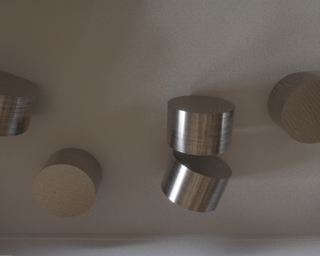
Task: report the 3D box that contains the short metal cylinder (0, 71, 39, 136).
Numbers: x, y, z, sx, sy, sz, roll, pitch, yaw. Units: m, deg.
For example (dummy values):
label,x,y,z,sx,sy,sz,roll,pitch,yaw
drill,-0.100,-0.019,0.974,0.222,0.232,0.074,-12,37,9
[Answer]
label,x,y,z,sx,sy,sz,roll,pitch,yaw
short metal cylinder,-0.193,-0.031,0.368,0.080,0.080,0.050,20,109,-8

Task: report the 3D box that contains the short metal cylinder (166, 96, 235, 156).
label,x,y,z,sx,sy,sz,roll,pitch,yaw
short metal cylinder,0.049,-0.006,0.381,0.081,0.080,0.050,1,110,-1

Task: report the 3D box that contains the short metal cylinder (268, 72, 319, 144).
label,x,y,z,sx,sy,sz,roll,pitch,yaw
short metal cylinder,0.185,-0.027,0.391,0.081,0.050,0.079,0,110,-1

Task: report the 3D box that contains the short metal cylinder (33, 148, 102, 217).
label,x,y,z,sx,sy,sz,roll,pitch,yaw
short metal cylinder,-0.124,0.074,0.423,0.081,0.050,0.079,0,110,-1

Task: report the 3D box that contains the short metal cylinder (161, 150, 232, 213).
label,x,y,z,sx,sy,sz,roll,pitch,yaw
short metal cylinder,0.047,0.065,0.407,0.080,0.080,0.050,17,109,-7
